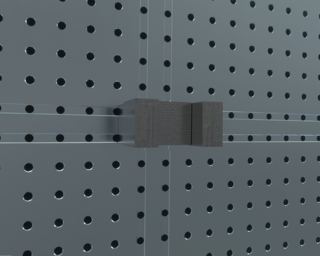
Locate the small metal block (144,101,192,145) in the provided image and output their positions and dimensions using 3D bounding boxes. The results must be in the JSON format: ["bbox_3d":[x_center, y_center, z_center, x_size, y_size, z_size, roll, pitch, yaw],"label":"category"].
[{"bbox_3d":[0.009,-0.005,0.364,0.050,0.025,0.050,1,90,-21],"label":"small metal block"}]

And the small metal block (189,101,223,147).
[{"bbox_3d":[0.050,-0.004,0.364,0.025,0.050,0.050,1,90,-20],"label":"small metal block"}]

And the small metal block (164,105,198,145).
[{"bbox_3d":[0.027,-0.004,0.410,0.025,0.050,0.050,-1,91,-20],"label":"small metal block"}]

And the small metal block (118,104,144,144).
[{"bbox_3d":[-0.034,-0.005,0.387,0.025,0.050,0.050,1,90,-20],"label":"small metal block"}]

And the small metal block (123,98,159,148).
[{"bbox_3d":[-0.022,-0.005,0.338,0.025,0.050,0.050,1,90,-20],"label":"small metal block"}]
